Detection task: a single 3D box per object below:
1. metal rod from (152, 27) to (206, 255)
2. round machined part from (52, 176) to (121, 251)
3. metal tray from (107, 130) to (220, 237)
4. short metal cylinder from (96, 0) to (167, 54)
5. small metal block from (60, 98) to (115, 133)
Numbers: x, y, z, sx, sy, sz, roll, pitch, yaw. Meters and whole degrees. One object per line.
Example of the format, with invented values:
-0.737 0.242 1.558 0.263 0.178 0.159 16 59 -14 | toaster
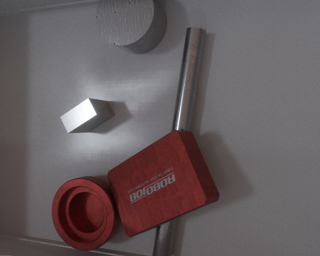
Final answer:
0.024 0.023 0.401 0.025 0.025 0.298 10 93 19 | metal rod
-0.098 0.116 0.435 0.098 0.042 0.097 0 90 19 | round machined part
-0.002 0.070 0.382 0.130 0.030 0.090 -33 68 31 | metal tray
-0.037 -0.143 0.409 0.080 0.050 0.079 0 90 19 | short metal cylinder
-0.099 -0.016 0.431 0.050 0.050 0.025 -31 80 17 | small metal block
